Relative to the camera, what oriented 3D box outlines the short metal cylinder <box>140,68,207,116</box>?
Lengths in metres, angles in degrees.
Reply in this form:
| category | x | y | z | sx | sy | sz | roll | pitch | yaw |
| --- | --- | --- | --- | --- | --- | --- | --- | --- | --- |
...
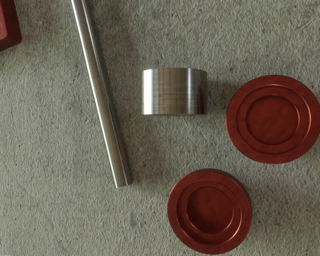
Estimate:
| category | x | y | z | sx | sy | sz | roll | pitch | yaw |
| --- | --- | --- | --- | --- | --- | --- | --- | --- | --- |
| short metal cylinder | 0.016 | -0.040 | 0.373 | 0.080 | 0.080 | 0.050 | 0 | 90 | 19 |

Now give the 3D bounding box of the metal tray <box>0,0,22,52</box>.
| category | x | y | z | sx | sy | sz | roll | pitch | yaw |
| --- | --- | --- | --- | --- | --- | --- | --- | --- | --- |
| metal tray | -0.295 | -0.165 | 0.507 | 0.130 | 0.030 | 0.090 | -15 | 85 | 19 |

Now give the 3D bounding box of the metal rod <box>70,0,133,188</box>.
| category | x | y | z | sx | sy | sz | roll | pitch | yaw |
| --- | --- | --- | --- | --- | --- | --- | --- | --- | --- |
| metal rod | -0.086 | -0.065 | 0.438 | 0.025 | 0.025 | 0.298 | -16 | 85 | 19 |

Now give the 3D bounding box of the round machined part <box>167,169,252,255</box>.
| category | x | y | z | sx | sy | sz | roll | pitch | yaw |
| --- | --- | --- | --- | --- | --- | --- | --- | --- | --- |
| round machined part | 0.062 | 0.098 | 0.378 | 0.098 | 0.042 | 0.097 | 0 | 90 | 19 |

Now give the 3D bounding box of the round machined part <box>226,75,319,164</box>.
| category | x | y | z | sx | sy | sz | roll | pitch | yaw |
| --- | --- | --- | --- | --- | --- | --- | --- | --- | --- |
| round machined part | 0.128 | -0.009 | 0.355 | 0.098 | 0.042 | 0.097 | 0 | 90 | 19 |
